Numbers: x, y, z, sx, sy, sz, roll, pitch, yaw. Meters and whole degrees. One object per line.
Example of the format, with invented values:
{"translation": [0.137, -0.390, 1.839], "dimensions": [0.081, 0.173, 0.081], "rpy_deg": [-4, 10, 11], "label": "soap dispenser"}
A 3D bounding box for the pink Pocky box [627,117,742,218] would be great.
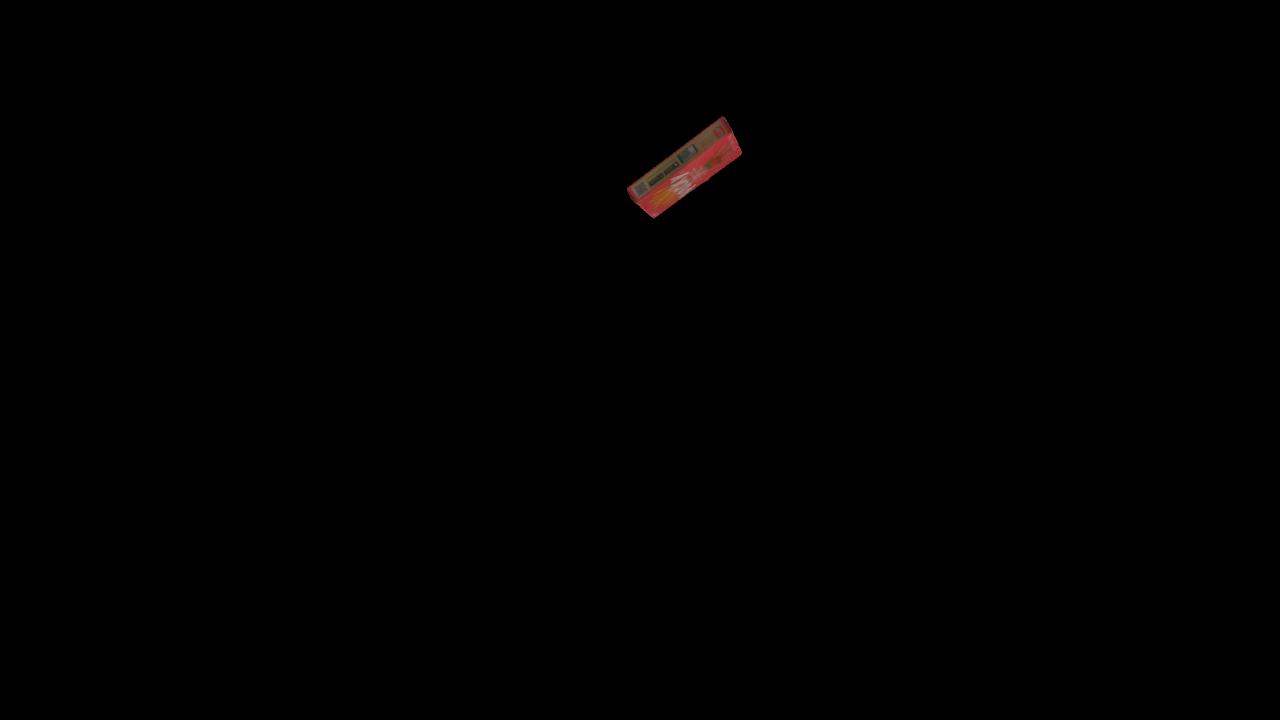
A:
{"translation": [0.062, -0.255, 0.829], "dimensions": [0.155, 0.029, 0.084], "rpy_deg": [-33, -12, 14], "label": "pink Pocky box"}
